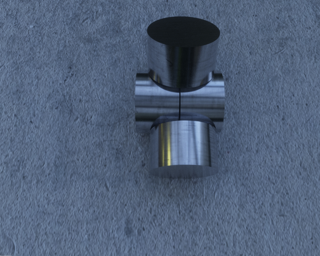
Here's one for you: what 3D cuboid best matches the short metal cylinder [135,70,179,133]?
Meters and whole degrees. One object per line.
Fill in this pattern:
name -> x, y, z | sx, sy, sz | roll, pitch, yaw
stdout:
short metal cylinder -> -0.003, -0.033, 0.393 | 0.050, 0.080, 0.080 | 1, 70, 0

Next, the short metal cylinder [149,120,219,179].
short metal cylinder -> 0.028, 0.029, 0.370 | 0.081, 0.080, 0.050 | 0, 70, 0

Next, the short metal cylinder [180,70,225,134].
short metal cylinder -> 0.049, -0.033, 0.392 | 0.050, 0.080, 0.080 | 0, 70, 0

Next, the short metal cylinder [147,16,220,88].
short metal cylinder -> 0.026, -0.089, 0.359 | 0.081, 0.050, 0.080 | 1, 41, 0

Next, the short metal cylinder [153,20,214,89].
short metal cylinder -> 0.031, -0.102, 0.435 | 0.081, 0.050, 0.080 | 0, 70, 0
